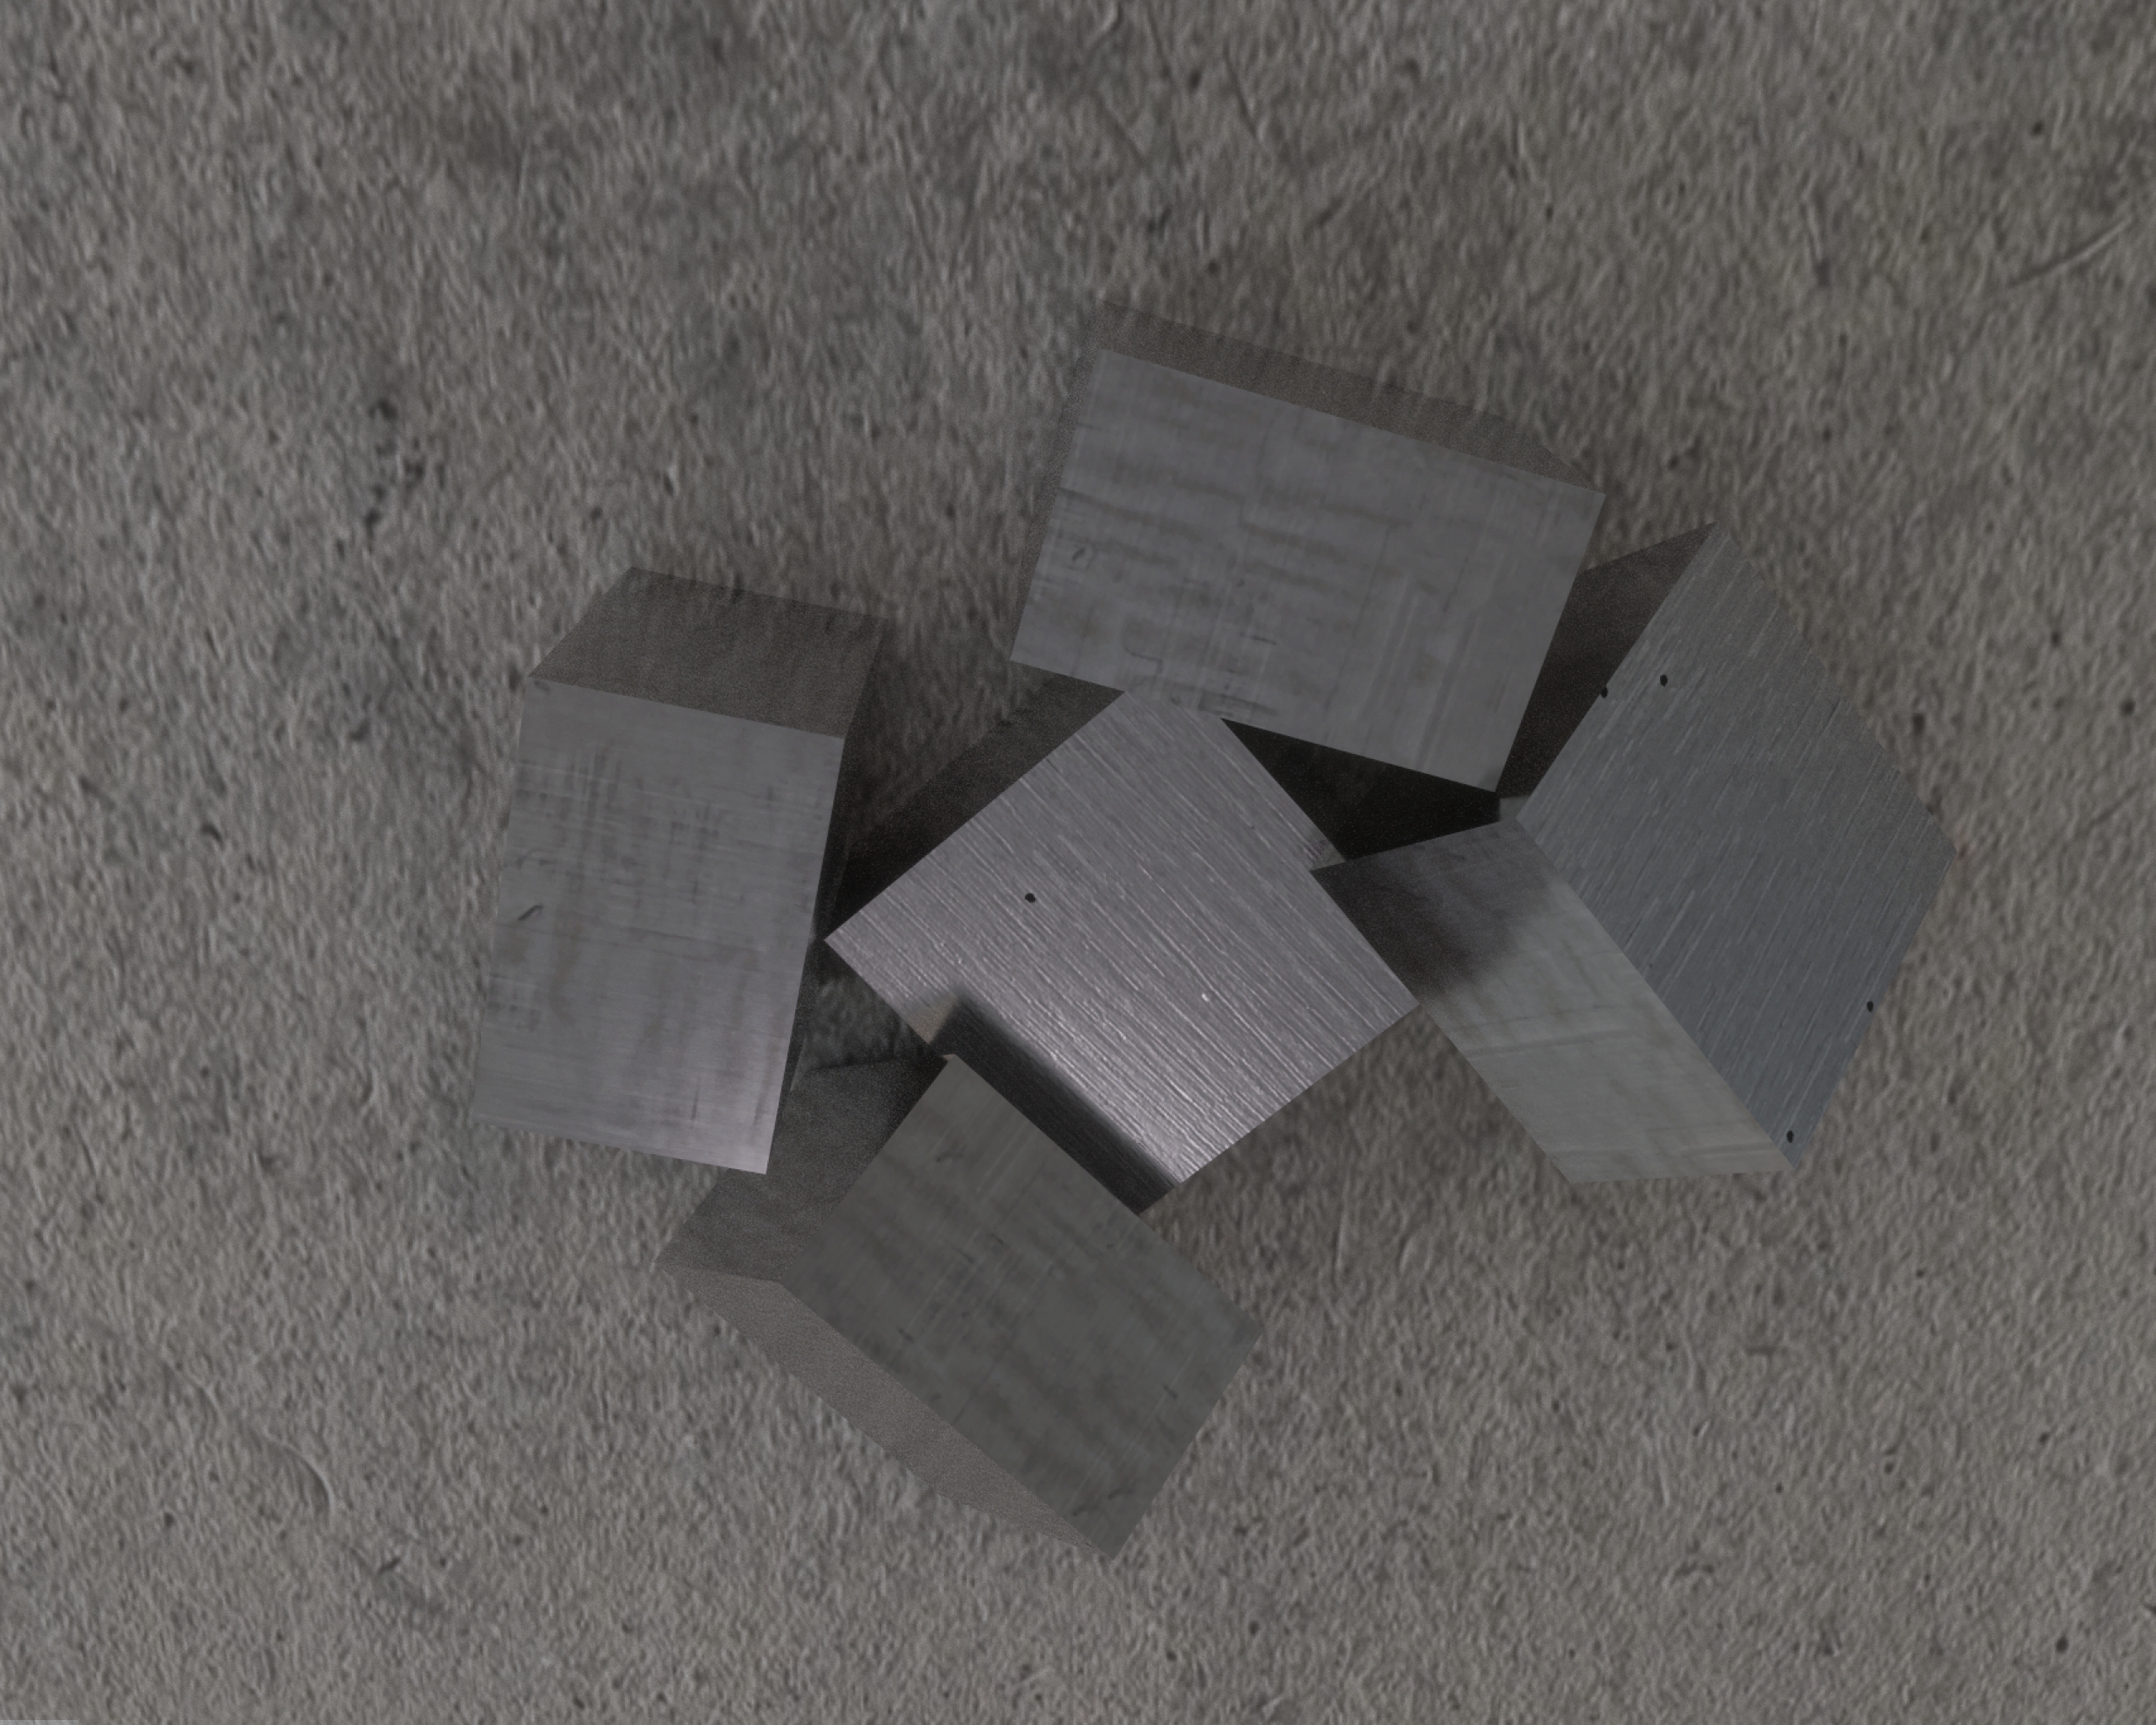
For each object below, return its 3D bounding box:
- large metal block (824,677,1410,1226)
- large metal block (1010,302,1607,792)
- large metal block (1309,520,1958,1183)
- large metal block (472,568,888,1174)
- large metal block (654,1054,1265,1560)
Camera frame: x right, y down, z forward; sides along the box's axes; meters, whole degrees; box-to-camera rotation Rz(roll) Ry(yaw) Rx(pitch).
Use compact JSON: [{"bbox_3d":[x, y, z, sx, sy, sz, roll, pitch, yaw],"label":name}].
[{"bbox_3d":[0.011,0.009,0.400,0.080,0.050,0.080,-39,106,13],"label":"large metal block"},{"bbox_3d":[0.035,-0.058,0.359,0.080,0.080,0.050,15,110,-6],"label":"large metal block"},{"bbox_3d":[0.102,0.000,0.375,0.080,0.050,0.080,49,58,-16],"label":"large metal block"},{"bbox_3d":[-0.070,-0.002,0.379,0.050,0.080,0.079,11,110,-4],"label":"large metal block"},{"bbox_3d":[-0.025,0.084,0.404,0.080,0.080,0.050,44,67,-15],"label":"large metal block"}]
